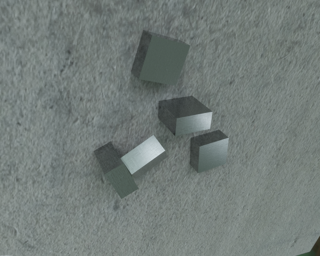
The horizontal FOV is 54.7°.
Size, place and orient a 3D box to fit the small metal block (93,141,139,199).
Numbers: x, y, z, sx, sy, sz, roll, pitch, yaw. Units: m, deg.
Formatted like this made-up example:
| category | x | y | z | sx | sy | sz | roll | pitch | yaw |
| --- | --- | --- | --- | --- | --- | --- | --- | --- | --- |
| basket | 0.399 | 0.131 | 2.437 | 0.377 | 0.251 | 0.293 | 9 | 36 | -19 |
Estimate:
| category | x | y | z | sx | sy | sz | roll | pitch | yaw |
| --- | --- | --- | --- | --- | --- | --- | --- | --- | --- |
| small metal block | -0.056 | 0.053 | 0.394 | 0.025 | 0.050 | 0.050 | -31 | 129 | -9 |

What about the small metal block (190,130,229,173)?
| category | x | y | z | sx | sy | sz | roll | pitch | yaw |
| --- | --- | --- | --- | --- | --- | --- | --- | --- | --- |
| small metal block | 0.074 | 0.035 | 0.472 | 0.050 | 0.025 | 0.050 | -15 | 125 | -21 |

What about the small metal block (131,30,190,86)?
| category | x | y | z | sx | sy | sz | roll | pitch | yaw |
| --- | --- | --- | --- | --- | --- | --- | --- | --- | --- |
| small metal block | 0.000 | -0.080 | 0.359 | 0.050 | 0.025 | 0.050 | 5 | 116 | -31 |

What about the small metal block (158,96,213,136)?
| category | x | y | z | sx | sy | sz | roll | pitch | yaw |
| --- | --- | --- | --- | --- | --- | --- | --- | --- | --- |
| small metal block | 0.031 | -0.017 | 0.399 | 0.050 | 0.050 | 0.025 | -11 | 123 | -23 |

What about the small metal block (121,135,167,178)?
| category | x | y | z | sx | sy | sz | roll | pitch | yaw |
| --- | --- | --- | --- | --- | --- | --- | --- | --- | --- |
| small metal block | -0.019 | 0.039 | 0.406 | 0.050 | 0.025 | 0.050 | -35 | 166 | -5 |
